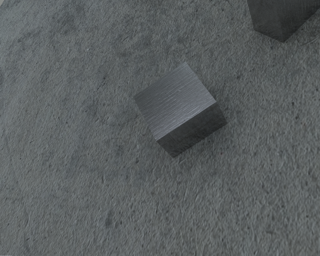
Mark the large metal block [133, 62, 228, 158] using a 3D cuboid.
[{"bbox_3d":[0.024,-0.023,0.389,0.080,0.050,0.080,-34,51,6],"label":"large metal block"}]

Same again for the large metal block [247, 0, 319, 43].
[{"bbox_3d":[0.159,-0.170,0.390,0.080,0.080,0.050,-44,51,-3],"label":"large metal block"}]
